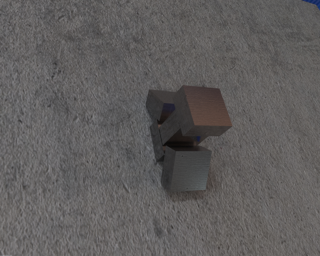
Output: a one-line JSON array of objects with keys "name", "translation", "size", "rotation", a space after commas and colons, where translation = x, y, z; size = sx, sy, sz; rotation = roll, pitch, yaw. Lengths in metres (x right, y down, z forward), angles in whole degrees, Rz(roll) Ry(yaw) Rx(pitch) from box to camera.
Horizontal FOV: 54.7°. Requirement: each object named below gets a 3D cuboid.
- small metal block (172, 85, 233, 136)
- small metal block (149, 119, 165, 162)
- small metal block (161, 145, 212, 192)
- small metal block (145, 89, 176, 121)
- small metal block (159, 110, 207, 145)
[{"name": "small metal block", "translation": [0.047, -0.019, 0.347], "size": [0.050, 0.025, 0.050], "rotation": [1, 61, -28]}, {"name": "small metal block", "translation": [0.018, 0.017, 0.407], "size": [0.050, 0.025, 0.050], "rotation": [2, 61, -27]}, {"name": "small metal block", "translation": [0.032, 0.049, 0.378], "size": [0.050, 0.025, 0.050], "rotation": [2, 101, -28]}, {"name": "small metal block", "translation": [0.015, -0.030, 0.417], "size": [0.050, 0.025, 0.050], "rotation": [2, 25, -27]}, {"name": "small metal block", "translation": [0.034, -0.001, 0.377], "size": [0.050, 0.050, 0.025], "rotation": [2, 61, -28]}]
